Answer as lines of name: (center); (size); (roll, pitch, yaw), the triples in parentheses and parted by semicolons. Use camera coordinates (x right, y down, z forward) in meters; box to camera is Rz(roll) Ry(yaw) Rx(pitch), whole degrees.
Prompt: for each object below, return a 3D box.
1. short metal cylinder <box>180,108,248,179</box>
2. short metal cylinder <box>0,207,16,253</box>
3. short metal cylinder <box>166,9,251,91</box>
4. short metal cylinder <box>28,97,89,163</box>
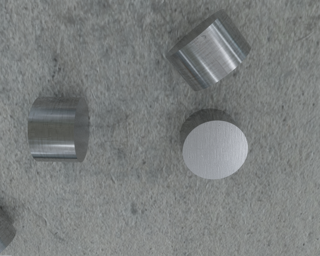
short metal cylinder: (0.068, 0.020, 0.405); (0.081, 0.050, 0.079); (0, 110, -1)
short metal cylinder: (-0.253, 0.149, 0.432); (0.080, 0.080, 0.050); (-22, 109, 7)
short metal cylinder: (0.053, -0.087, 0.349); (0.080, 0.080, 0.050); (-38, 106, 12)
short metal cylinder: (-0.120, 0.002, 0.379); (0.050, 0.080, 0.079); (1, 110, -1)
